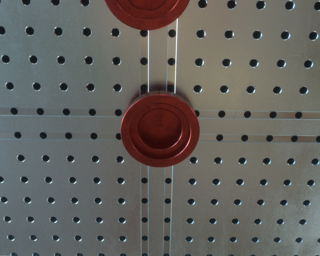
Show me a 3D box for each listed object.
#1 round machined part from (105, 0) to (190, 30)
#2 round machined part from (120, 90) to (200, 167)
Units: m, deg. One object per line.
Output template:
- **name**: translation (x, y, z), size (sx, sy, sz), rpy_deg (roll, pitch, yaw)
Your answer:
- **round machined part**: translation (-0.014, -0.161, 0.345), size (0.099, 0.042, 0.097), rpy_deg (0, 110, 0)
- **round machined part**: translation (0.000, -0.002, 0.404), size (0.099, 0.042, 0.097), rpy_deg (0, 110, 0)
